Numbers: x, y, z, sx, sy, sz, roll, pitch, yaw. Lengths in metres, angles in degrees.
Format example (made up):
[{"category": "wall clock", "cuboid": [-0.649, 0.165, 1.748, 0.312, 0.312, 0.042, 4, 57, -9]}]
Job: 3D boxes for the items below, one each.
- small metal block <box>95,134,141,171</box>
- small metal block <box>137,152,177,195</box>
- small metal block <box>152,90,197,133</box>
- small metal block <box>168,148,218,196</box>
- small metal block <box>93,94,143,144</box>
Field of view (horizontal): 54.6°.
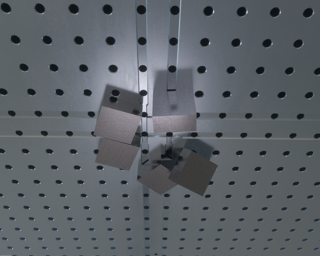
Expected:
[{"category": "small metal block", "cuboid": [-0.059, 0.029, 0.436, 0.050, 0.025, 0.050, 16, 128, -14]}, {"category": "small metal block", "cuboid": [0.001, 0.070, 0.471, 0.050, 0.025, 0.050, -37, 121, 27]}, {"category": "small metal block", "cuboid": [0.017, -0.021, 0.377, 0.050, 0.050, 0.025, -3, 130, 2]}, {"category": "small metal block", "cuboid": [0.048, 0.063, 0.448, 0.050, 0.025, 0.050, 30, 84, -23]}, {"category": "small metal block", "cuboid": [-0.054, -0.010, 0.402, 0.050, 0.025, 0.050, 15, 129, -13]}]
